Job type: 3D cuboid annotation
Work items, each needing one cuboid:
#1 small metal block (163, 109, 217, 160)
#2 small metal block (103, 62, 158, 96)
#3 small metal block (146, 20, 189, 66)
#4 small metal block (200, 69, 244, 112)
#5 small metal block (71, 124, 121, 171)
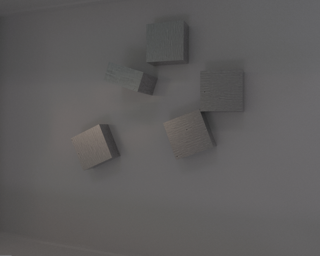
[{"bbox_3d":[0.039,0.008,0.397,0.050,0.025,0.050,-21,83,18],"label":"small metal block"},{"bbox_3d":[-0.038,-0.064,0.410,0.050,0.050,0.025,20,97,19],"label":"small metal block"},{"bbox_3d":[0.010,-0.110,0.407,0.050,0.025,0.050,1,90,20],"label":"small metal block"},{"bbox_3d":[0.077,-0.045,0.383,0.050,0.025,0.050,0,90,20],"label":"small metal block"},{"bbox_3d":[-0.092,0.027,0.443,0.050,0.025,0.050,-25,82,18],"label":"small metal block"}]
